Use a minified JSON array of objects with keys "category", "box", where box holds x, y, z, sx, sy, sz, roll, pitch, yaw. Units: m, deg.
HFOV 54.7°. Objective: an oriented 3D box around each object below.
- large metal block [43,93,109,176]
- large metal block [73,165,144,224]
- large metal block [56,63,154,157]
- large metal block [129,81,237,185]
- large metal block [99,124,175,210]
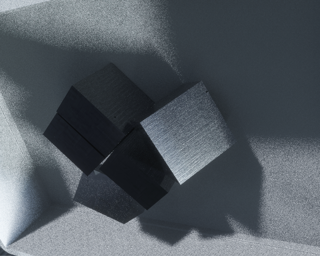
[{"category":"large metal block","box":[-0.093,0.004,0.422,0.080,0.080,0.050,44,129,-3]},{"category":"large metal block","box":[-0.064,0.091,0.451,0.080,0.080,0.050,20,92,16]},{"category":"large metal block","box":[-0.065,-0.025,0.388,0.080,0.080,0.050,43,129,-2]},{"category":"large metal block","box":[0.025,0.003,0.351,0.080,0.080,0.050,58,167,-13]},{"category":"large metal block","box":[-0.017,0.044,0.405,0.080,0.080,0.050,41,129,0]}]
